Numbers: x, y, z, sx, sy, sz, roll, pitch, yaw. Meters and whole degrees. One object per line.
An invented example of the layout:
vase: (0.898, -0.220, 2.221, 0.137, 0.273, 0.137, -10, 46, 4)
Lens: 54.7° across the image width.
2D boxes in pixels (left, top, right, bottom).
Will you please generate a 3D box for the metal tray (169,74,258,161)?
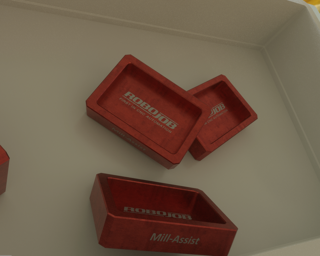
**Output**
metal tray: (0.076, -0.020, 0.457, 0.131, 0.030, 0.090, -29, 78, -38)

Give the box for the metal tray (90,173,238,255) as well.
metal tray: (0.000, 0.086, 0.315, 0.131, 0.090, 0.030, 13, 101, -21)

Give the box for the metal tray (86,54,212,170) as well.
metal tray: (-0.013, -0.021, 0.385, 0.130, 0.030, 0.090, 34, 67, 1)

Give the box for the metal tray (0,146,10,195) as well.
metal tray: (-0.185, 0.003, 0.262, 0.130, 0.090, 0.030, 47, 51, 4)
